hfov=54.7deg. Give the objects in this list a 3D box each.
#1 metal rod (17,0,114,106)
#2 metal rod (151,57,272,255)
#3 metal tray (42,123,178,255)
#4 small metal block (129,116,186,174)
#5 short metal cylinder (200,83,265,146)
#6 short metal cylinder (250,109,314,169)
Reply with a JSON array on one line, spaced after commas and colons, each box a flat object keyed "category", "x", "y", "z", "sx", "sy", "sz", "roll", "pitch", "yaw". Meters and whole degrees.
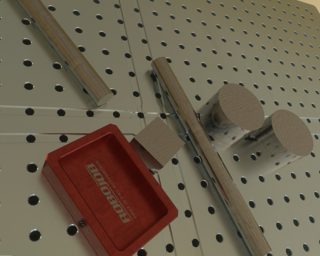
[{"category": "metal rod", "x": -0.161, "y": -0.152, "z": 0.414, "sx": 0.025, "sy": 0.025, "sz": 0.300, "roll": -32, "pitch": 80, "yaw": -38}, {"category": "metal rod", "x": 0.062, "y": 0.028, "z": 0.426, "sx": 0.025, "sy": 0.025, "sz": 0.299, "roll": -15, "pitch": 70, "yaw": -34}, {"category": "metal tray", "x": -0.052, "y": 0.068, "z": 0.336, "sx": 0.091, "sy": 0.030, "sz": 0.130, "roll": -30, "pitch": 78, "yaw": -38}, {"category": "small metal block", "x": -0.004, "y": 0.021, "z": 0.394, "sx": 0.050, "sy": 0.025, "sz": 0.050, "roll": 45, "pitch": 51, "yaw": 2}, {"category": "short metal cylinder", "x": 0.108, "y": -0.020, "z": 0.465, "sx": 0.081, "sy": 0.050, "sz": 0.080, "roll": 14, "pitch": 56, "yaw": -21}, {"category": "short metal cylinder", "x": 0.190, "y": 0.018, "z": 0.487, "sx": 0.081, "sy": 0.050, "sz": 0.080, "roll": 14, "pitch": 56, "yaw": -21}]
